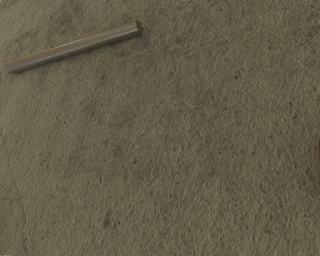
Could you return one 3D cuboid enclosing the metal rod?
[{"bbox_3d":[-0.172,-0.147,0.581,0.301,0.025,0.025,-10,58,22],"label":"metal rod"}]
